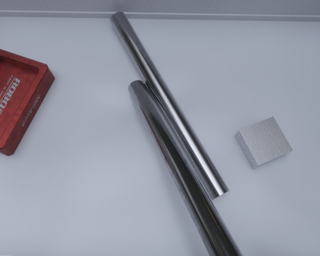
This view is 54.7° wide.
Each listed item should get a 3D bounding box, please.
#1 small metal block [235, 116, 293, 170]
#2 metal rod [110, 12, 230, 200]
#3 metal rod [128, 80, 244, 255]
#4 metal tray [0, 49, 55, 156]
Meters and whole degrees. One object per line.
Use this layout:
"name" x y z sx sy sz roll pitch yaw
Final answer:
"small metal block" 0.134 0.020 0.404 0.050 0.025 0.050 -22 72 -8
"metal rod" 0.005 -0.042 0.424 0.025 0.025 0.299 -26 72 -9
"metal rod" 0.019 0.040 0.329 0.025 0.025 0.300 -21 46 -8
"metal tray" -0.214 -0.038 0.418 0.090 0.030 0.130 19 71 6
